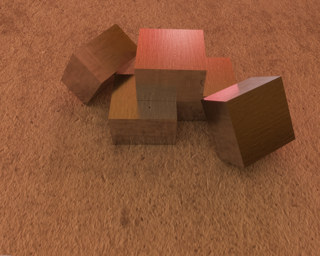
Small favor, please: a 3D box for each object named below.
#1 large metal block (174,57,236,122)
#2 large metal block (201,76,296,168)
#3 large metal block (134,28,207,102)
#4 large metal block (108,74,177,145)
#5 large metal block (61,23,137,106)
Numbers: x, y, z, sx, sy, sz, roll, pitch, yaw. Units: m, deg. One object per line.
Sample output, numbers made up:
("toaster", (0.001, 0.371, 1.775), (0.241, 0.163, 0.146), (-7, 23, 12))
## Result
("large metal block", (0.060, -0.055, 0.436), (0.081, 0.050, 0.080), (0, 50, 0))
("large metal block", (0.106, -0.010, 0.370), (0.081, 0.080, 0.050), (-25, 17, -20))
("large metal block", (0.013, -0.080, 0.388), (0.081, 0.050, 0.080), (2, 50, 1))
("large metal block", (-0.020, -0.025, 0.407), (0.081, 0.050, 0.080), (0, 50, 0))
("large metal block", (-0.083, -0.086, 0.431), (0.050, 0.080, 0.080), (47, 58, -6))
